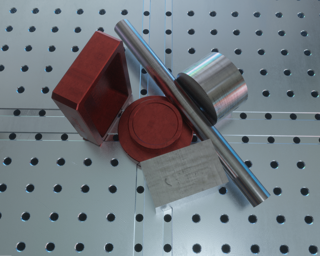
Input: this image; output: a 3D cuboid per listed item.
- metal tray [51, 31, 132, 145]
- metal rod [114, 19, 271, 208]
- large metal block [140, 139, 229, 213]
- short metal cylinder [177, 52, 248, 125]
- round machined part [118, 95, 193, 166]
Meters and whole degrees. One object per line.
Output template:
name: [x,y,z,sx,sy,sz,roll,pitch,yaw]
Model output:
metal tray: [-0.073,-0.040,0.370,0.030,0.130,0.090,26,72,9]
metal rod: [0.032,-0.030,0.401,0.025,0.025,0.299,-34,74,-12]
large metal block: [0.025,0.059,0.361,0.081,0.080,0.050,-18,71,-7]
short metal cylinder: [0.066,-0.050,0.400,0.050,0.080,0.080,-35,74,-12]
round machined part: [-0.006,0.001,0.402,0.099,0.042,0.098,0,70,-1]
